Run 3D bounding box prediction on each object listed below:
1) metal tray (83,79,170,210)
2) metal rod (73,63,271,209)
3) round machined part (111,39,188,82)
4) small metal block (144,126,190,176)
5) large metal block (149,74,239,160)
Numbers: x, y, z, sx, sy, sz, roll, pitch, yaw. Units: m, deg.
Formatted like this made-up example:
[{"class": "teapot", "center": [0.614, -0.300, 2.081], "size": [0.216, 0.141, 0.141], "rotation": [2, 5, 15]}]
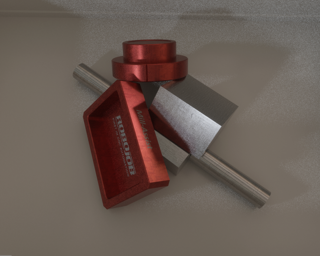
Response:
[{"class": "metal tray", "center": [-0.045, 0.020, 0.367], "size": [0.030, 0.090, 0.130], "rotation": [2, 63, -44]}, {"class": "metal rod", "center": [0.007, 0.004, 0.407], "size": [0.300, 0.025, 0.025], "rotation": [35, 74, 11]}, {"class": "round machined part", "center": [-0.013, -0.091, 0.400], "size": [0.099, 0.098, 0.042], "rotation": [-2, 111, -1]}, {"class": "small metal block", "center": [0.009, 0.030, 0.384], "size": [0.050, 0.050, 0.025], "rotation": [36, 74, 12]}, {"class": "large metal block", "center": [0.040, -0.018, 0.381], "size": [0.080, 0.050, 0.080], "rotation": [35, 31, 12]}]
